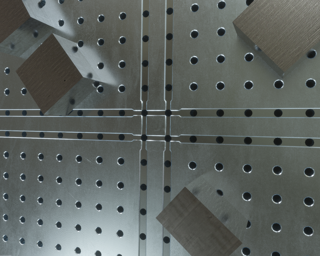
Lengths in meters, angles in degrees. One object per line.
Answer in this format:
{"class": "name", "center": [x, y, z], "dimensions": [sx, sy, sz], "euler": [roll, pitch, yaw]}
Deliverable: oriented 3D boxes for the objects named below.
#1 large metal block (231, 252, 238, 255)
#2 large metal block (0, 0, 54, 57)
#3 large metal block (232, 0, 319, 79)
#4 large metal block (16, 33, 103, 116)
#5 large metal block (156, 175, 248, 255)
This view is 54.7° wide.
{"class": "large metal block", "center": [0.085, 0.198, 0.353], "dimensions": [0.050, 0.080, 0.080], "euler": [-44, 77, 14]}
{"class": "large metal block", "center": [-0.225, -0.170, 0.477], "dimensions": [0.080, 0.050, 0.080], "euler": [-32, 80, 17]}
{"class": "large metal block", "center": [0.143, -0.115, 0.349], "dimensions": [0.080, 0.050, 0.080], "euler": [-44, 77, 14]}
{"class": "large metal block", "center": [-0.146, -0.074, 0.449], "dimensions": [0.080, 0.050, 0.080], "euler": [-39, 78, 15]}
{"class": "large metal block", "center": [0.053, 0.107, 0.364], "dimensions": [0.080, 0.080, 0.050], "euler": [44, 104, 14]}
